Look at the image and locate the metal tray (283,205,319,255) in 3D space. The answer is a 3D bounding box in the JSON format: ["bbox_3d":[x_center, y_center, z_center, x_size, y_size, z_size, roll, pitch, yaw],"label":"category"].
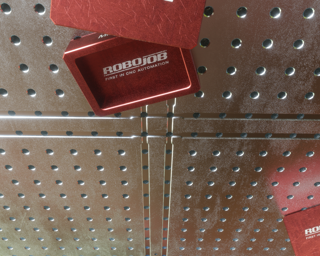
[{"bbox_3d":[0.286,0.174,0.518,0.130,0.090,0.030,-26,125,20],"label":"metal tray"}]

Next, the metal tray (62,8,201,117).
[{"bbox_3d":[-0.028,-0.069,0.349,0.130,0.030,0.090,-14,129,11],"label":"metal tray"}]

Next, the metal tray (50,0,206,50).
[{"bbox_3d":[-0.024,-0.127,0.277,0.131,0.030,0.089,8,105,-7],"label":"metal tray"}]
